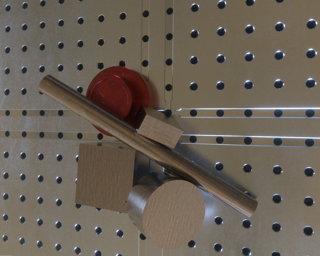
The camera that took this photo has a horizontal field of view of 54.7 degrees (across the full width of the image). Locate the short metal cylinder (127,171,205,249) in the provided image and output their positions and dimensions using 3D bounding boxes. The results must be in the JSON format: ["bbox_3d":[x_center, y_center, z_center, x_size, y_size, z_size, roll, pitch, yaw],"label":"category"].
[{"bbox_3d":[0.007,0.097,0.373,0.081,0.050,0.079,-2,94,-25],"label":"short metal cylinder"}]

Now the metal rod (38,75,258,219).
[{"bbox_3d":[-0.017,0.021,0.383,0.301,0.025,0.025,31,100,4],"label":"metal rod"}]

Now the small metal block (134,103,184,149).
[{"bbox_3d":[-0.003,-0.003,0.389,0.050,0.050,0.025,24,103,-17],"label":"small metal block"}]

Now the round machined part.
[{"bbox_3d":[-0.061,-0.036,0.424,0.098,0.042,0.097,0,90,19],"label":"round machined part"}]

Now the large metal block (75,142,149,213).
[{"bbox_3d":[-0.063,0.063,0.418,0.080,0.050,0.079,5,92,19],"label":"large metal block"}]
